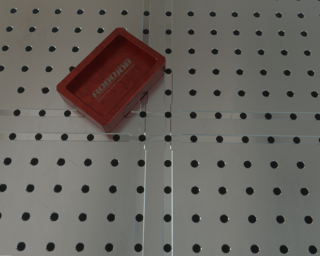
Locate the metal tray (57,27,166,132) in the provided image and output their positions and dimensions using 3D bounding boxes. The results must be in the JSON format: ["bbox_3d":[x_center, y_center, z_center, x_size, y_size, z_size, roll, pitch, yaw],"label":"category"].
[{"bbox_3d":[-0.065,-0.070,0.433,0.090,0.030,0.130,37,74,12],"label":"metal tray"}]
